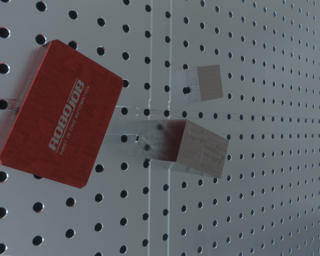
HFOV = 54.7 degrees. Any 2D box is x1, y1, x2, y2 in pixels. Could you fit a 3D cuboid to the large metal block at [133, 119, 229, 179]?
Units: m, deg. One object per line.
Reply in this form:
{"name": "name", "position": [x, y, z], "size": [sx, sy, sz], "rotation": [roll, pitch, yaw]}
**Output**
{"name": "large metal block", "position": [0.027, 0.026, 0.396], "size": [0.080, 0.080, 0.050], "rotation": [24, 75, -38]}

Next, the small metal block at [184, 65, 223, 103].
{"name": "small metal block", "position": [0.066, -0.067, 0.465], "size": [0.050, 0.025, 0.050], "rotation": [-14, 99, -39]}

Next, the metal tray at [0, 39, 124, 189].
{"name": "metal tray", "position": [-0.100, -0.012, 0.322], "size": [0.090, 0.030, 0.130], "rotation": [29, 72, -36]}
